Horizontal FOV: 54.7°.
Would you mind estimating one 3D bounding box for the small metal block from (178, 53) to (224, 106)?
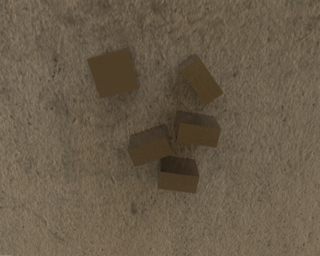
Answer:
[{"bbox_3d":[0.048,-0.061,0.375,0.025,0.050,0.050,-35,107,11],"label":"small metal block"}]

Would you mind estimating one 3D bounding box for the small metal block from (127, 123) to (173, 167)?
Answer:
[{"bbox_3d":[-0.012,0.021,0.404,0.050,0.050,0.025,-19,109,6],"label":"small metal block"}]

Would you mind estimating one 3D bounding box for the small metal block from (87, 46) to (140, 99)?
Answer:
[{"bbox_3d":[-0.056,-0.069,0.384,0.050,0.025,0.050,-14,110,4],"label":"small metal block"}]

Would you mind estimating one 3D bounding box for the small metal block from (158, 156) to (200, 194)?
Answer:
[{"bbox_3d":[0.023,0.062,0.420,0.050,0.050,0.025,8,110,-4],"label":"small metal block"}]

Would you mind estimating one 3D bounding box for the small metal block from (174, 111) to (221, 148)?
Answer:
[{"bbox_3d":[0.047,0.000,0.397,0.050,0.050,0.025,9,110,-4],"label":"small metal block"}]
